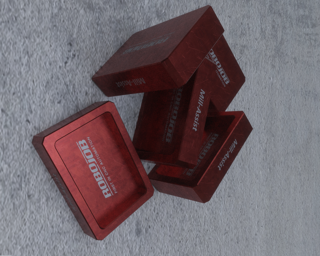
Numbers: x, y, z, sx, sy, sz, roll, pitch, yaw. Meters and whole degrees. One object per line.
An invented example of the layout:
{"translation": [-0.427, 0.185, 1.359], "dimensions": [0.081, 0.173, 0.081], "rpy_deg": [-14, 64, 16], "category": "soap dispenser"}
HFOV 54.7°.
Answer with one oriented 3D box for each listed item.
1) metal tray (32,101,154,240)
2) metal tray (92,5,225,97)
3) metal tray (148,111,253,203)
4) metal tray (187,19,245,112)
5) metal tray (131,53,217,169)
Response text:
{"translation": [-0.068, 0.046, 0.347], "dimensions": [0.091, 0.030, 0.129], "rpy_deg": [-36, 112, -34], "category": "metal tray"}
{"translation": [-0.007, -0.078, 0.334], "dimensions": [0.030, 0.130, 0.090], "rpy_deg": [52, 59, -28], "category": "metal tray"}
{"translation": [0.054, 0.032, 0.411], "dimensions": [0.130, 0.090, 0.030], "rpy_deg": [-51, 121, -28], "category": "metal tray"}
{"translation": [0.073, -0.094, 0.466], "dimensions": [0.090, 0.030, 0.130], "rpy_deg": [-52, 121, -27], "category": "metal tray"}
{"translation": [0.014, -0.020, 0.377], "dimensions": [0.030, 0.090, 0.129], "rpy_deg": [21, 77, -39], "category": "metal tray"}
